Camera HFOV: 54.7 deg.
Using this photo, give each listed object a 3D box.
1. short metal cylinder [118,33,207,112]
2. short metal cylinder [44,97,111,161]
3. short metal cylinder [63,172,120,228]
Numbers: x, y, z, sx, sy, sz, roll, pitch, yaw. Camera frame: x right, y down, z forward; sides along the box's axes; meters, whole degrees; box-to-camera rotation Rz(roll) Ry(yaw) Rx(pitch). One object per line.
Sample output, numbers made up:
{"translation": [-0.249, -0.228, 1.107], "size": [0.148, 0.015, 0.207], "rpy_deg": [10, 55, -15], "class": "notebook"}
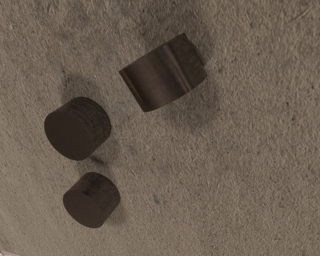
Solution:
{"translation": [0.003, -0.059, 0.332], "size": [0.080, 0.080, 0.050], "rpy_deg": [-21, 107, 35], "class": "short metal cylinder"}
{"translation": [-0.119, 0.001, 0.452], "size": [0.080, 0.050, 0.079], "rpy_deg": [13, 124, 20], "class": "short metal cylinder"}
{"translation": [-0.115, 0.122, 0.524], "size": [0.080, 0.050, 0.079], "rpy_deg": [13, 124, 20], "class": "short metal cylinder"}
